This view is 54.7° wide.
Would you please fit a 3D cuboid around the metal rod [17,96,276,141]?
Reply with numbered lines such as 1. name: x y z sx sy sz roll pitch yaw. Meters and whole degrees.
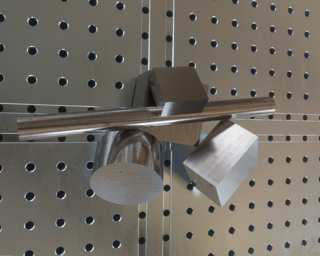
1. metal rod: 0.002 -0.014 0.357 0.303 0.025 0.025 -6 92 -20

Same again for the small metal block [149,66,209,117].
1. small metal block: 0.020 -0.042 0.350 0.050 0.025 0.050 -6 57 -20

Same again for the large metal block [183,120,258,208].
1. large metal block: 0.082 0.046 0.403 0.080 0.050 0.080 -47 148 -14

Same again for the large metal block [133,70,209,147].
1. large metal block: 0.009 -0.023 0.399 0.081 0.050 0.080 11 86 -20

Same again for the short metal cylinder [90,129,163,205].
1. short metal cylinder: -0.037 0.046 0.360 0.080 0.080 0.050 21 41 -19
